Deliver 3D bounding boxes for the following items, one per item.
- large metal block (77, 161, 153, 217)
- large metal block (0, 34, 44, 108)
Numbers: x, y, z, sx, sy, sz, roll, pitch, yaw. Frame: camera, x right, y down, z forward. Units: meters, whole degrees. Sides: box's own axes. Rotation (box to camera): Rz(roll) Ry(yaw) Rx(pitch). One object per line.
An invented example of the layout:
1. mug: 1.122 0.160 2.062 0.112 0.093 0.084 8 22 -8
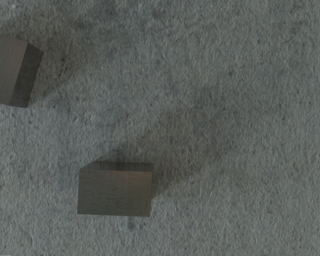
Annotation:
1. large metal block: -0.050 0.072 0.382 0.081 0.080 0.050 2 90 -1
2. large metal block: -0.208 -0.076 0.395 0.080 0.050 0.080 17 90 -1
